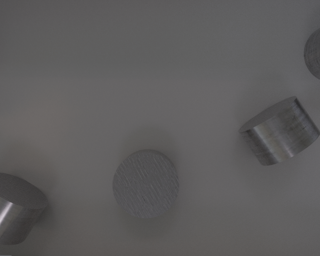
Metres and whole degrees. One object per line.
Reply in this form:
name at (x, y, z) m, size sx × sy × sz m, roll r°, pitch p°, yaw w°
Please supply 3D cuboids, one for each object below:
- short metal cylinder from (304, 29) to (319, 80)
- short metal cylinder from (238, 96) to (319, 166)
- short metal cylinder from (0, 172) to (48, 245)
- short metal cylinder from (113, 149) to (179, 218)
short metal cylinder at (0.238, -0.101, 0.400) m, size 0.081 × 0.050 × 0.080 m, roll 0°, pitch 90°, yaw 0°
short metal cylinder at (0.146, 0.004, 0.385) m, size 0.080 × 0.080 × 0.050 m, roll -34°, pitch 90°, yaw 0°
short metal cylinder at (-0.189, 0.098, 0.382) m, size 0.080 × 0.080 × 0.050 m, roll 32°, pitch 90°, yaw 0°
short metal cylinder at (-0.017, 0.069, 0.399) m, size 0.081 × 0.050 × 0.080 m, roll 0°, pitch 90°, yaw 0°
